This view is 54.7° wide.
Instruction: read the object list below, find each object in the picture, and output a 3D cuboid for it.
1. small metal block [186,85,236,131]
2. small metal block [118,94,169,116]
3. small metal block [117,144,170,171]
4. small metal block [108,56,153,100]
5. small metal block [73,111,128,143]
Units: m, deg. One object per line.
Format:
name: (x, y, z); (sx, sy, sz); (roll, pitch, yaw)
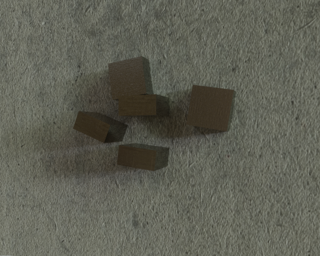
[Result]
small metal block: (0.064, -0.025, 0.386); (0.050, 0.025, 0.050); (10, 93, 19)
small metal block: (-0.020, -0.028, 0.403); (0.050, 0.050, 0.025); (-1, 90, 20)
small metal block: (-0.020, 0.036, 0.403); (0.050, 0.050, 0.025); (7, 93, 20)
small metal block: (-0.040, -0.066, 0.423); (0.050, 0.025, 0.050); (-8, 87, 19)
small metal block: (-0.080, -0.002, 0.424); (0.050, 0.050, 0.025); (23, 98, 18)
